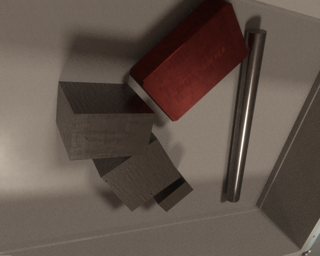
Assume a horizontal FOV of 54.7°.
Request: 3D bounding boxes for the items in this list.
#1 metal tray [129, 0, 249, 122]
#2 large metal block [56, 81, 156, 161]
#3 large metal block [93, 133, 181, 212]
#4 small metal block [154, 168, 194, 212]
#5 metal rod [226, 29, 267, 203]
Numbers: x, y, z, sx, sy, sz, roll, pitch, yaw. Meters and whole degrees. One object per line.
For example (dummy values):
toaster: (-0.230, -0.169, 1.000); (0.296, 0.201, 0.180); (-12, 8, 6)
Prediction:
metal tray: (0.039, -0.078, 0.369); (0.130, 0.030, 0.090); (-43, 141, 1)
large metal block: (-0.062, -0.011, 0.333); (0.081, 0.080, 0.050); (-2, 119, -28)
large metal block: (-0.031, 0.050, 0.408); (0.080, 0.050, 0.080); (-35, 129, -6)
small metal block: (0.012, 0.085, 0.454); (0.050, 0.050, 0.025); (-39, 130, -2)
metal rod: (0.128, 0.000, 0.481); (0.025, 0.025, 0.298); (-15, 125, -20)
